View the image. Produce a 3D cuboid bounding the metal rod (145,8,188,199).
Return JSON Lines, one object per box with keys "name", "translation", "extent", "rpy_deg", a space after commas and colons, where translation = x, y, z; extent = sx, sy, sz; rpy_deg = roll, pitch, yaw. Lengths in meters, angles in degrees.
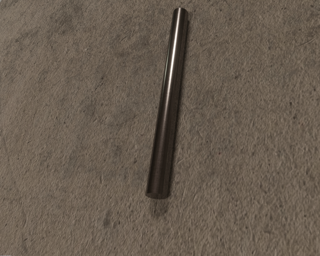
{"name": "metal rod", "translation": [0.014, -0.052, 0.427], "extent": [0.025, 0.025, 0.299], "rpy_deg": [-6, 59, 25]}
